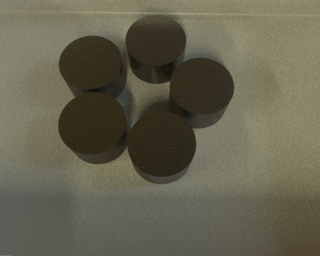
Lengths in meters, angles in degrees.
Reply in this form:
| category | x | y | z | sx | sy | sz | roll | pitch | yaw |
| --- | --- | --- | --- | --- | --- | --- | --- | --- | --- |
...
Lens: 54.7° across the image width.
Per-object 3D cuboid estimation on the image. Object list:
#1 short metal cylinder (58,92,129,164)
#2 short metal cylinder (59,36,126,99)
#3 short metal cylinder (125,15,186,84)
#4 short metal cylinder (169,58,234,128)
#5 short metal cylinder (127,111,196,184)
| category | x | y | z | sx | sy | sz | roll | pitch | yaw |
| --- | --- | --- | --- | --- | --- | --- | --- | --- | --- |
| short metal cylinder | -0.081 | 0.001 | 0.393 | 0.081 | 0.050 | 0.080 | 0 | 70 | 0 |
| short metal cylinder | -0.089 | -0.077 | 0.422 | 0.081 | 0.050 | 0.080 | 0 | 70 | 0 |
| short metal cylinder | -0.005 | -0.109 | 0.434 | 0.081 | 0.050 | 0.080 | 0 | 70 | 0 |
| short metal cylinder | 0.053 | -0.045 | 0.411 | 0.081 | 0.050 | 0.080 | 0 | 70 | 0 |
| short metal cylinder | 0.002 | 0.026 | 0.385 | 0.081 | 0.050 | 0.080 | 0 | 70 | 0 |
